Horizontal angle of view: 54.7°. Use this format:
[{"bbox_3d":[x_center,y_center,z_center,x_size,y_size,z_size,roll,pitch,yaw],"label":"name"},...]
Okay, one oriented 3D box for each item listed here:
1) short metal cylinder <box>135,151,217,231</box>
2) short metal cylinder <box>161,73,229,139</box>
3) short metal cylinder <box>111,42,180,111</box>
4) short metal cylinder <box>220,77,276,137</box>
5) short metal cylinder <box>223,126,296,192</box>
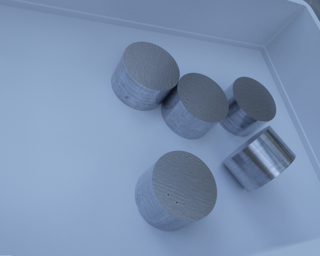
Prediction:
[{"bbox_3d":[0.018,0.073,0.356,0.081,0.050,0.080,14,56,-21],"label":"short metal cylinder"},{"bbox_3d":[0.049,-0.030,0.436,0.081,0.050,0.080,14,56,-21],"label":"short metal cylinder"},{"bbox_3d":[-0.020,-0.070,0.423,0.081,0.050,0.080,14,56,-21],"label":"short metal cylinder"},{"bbox_3d":[0.132,-0.033,0.483,0.081,0.050,0.080,14,56,-21],"label":"short metal cylinder"},{"bbox_3d":[0.133,0.041,0.419,0.081,0.080,0.050,-33,80,-38],"label":"short metal cylinder"}]
